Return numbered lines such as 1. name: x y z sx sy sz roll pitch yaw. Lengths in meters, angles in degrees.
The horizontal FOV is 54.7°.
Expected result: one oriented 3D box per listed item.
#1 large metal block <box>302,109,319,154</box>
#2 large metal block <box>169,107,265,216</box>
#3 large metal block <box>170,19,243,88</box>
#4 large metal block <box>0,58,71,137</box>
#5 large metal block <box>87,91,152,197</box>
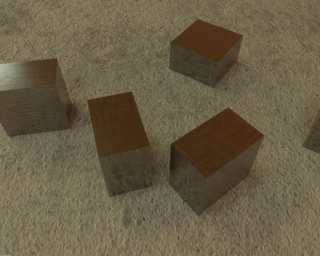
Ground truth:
1. large metal block: 0.240 -0.001 0.389 0.080 0.050 0.080 27 55 20
2. large metal block: 0.058 0.037 0.337 0.081 0.080 0.050 -31 57 -23
3. large metal block: 0.072 -0.119 0.487 0.080 0.050 0.080 28 55 21
4. large metal block: -0.164 -0.038 0.398 0.081 0.080 0.050 -8 51 -7
5. large metal block: -0.045 0.019 0.351 0.050 0.080 0.080 -13 51 -10
